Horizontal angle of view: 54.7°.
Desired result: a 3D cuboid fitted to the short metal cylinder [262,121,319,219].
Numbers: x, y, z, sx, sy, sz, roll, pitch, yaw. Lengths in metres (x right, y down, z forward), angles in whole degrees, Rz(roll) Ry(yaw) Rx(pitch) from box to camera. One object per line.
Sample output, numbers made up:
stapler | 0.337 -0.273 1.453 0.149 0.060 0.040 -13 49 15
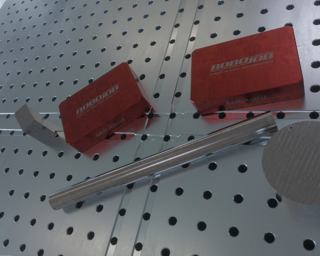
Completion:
short metal cylinder | 0.142 0.040 0.293 0.080 0.050 0.080 -13 56 21

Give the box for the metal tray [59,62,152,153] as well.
metal tray | -0.087 -0.033 0.471 0.130 0.030 0.090 -31 52 7

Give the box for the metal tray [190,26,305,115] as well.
metal tray | 0.106 -0.072 0.394 0.130 0.030 0.090 -9 58 23

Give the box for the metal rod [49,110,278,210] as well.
metal rod | -0.008 0.046 0.384 0.301 0.025 0.025 -22 54 15

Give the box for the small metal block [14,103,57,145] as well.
small metal block | -0.201 -0.006 0.501 0.025 0.050 0.050 -44 51 -2
